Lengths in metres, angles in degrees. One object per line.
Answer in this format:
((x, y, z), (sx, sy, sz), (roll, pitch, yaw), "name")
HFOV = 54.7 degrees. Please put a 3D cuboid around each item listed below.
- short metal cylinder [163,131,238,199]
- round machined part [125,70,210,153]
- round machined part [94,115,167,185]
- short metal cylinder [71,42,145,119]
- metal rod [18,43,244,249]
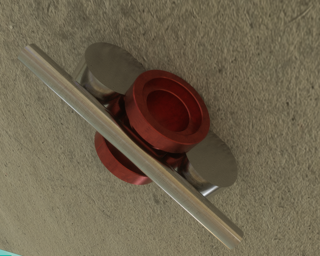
((0.046, 0.046, 0.375), (0.080, 0.080, 0.050), (43, 129, -2), "short metal cylinder")
((0.005, -0.014, 0.349), (0.098, 0.098, 0.042), (43, 133, -2), "round machined part")
((-0.027, 0.017, 0.383), (0.098, 0.098, 0.042), (43, 125, -2), "round machined part")
((-0.061, -0.055, 0.369), (0.080, 0.080, 0.050), (43, 129, -2), "short metal cylinder")
((-0.029, 0.021, 0.332), (0.300, 0.025, 0.025), (42, 129, -2), "metal rod")
